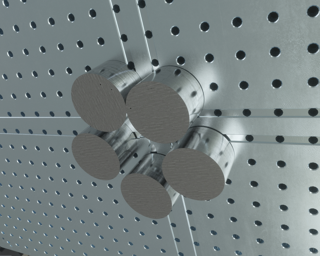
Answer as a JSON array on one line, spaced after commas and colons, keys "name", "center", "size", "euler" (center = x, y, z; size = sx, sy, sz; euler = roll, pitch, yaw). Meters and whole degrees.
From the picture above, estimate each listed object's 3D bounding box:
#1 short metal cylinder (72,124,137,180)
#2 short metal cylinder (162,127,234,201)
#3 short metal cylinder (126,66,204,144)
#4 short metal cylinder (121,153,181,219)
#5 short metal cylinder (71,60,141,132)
[{"name": "short metal cylinder", "center": [-0.081, 0.030, 0.456], "size": [0.080, 0.050, 0.079], "euler": [13, 124, 20]}, {"name": "short metal cylinder", "center": [0.049, 0.045, 0.396], "size": [0.080, 0.050, 0.079], "euler": [13, 125, 20]}, {"name": "short metal cylinder", "center": [0.006, -0.028, 0.373], "size": [0.080, 0.050, 0.079], "euler": [13, 124, 21]}, {"name": "short metal cylinder", "center": [-0.009, 0.084, 0.451], "size": [0.080, 0.050, 0.079], "euler": [14, 124, 21]}, {"name": "short metal cylinder", "center": [-0.067, -0.042, 0.404], "size": [0.080, 0.050, 0.079], "euler": [13, 124, 20]}]
